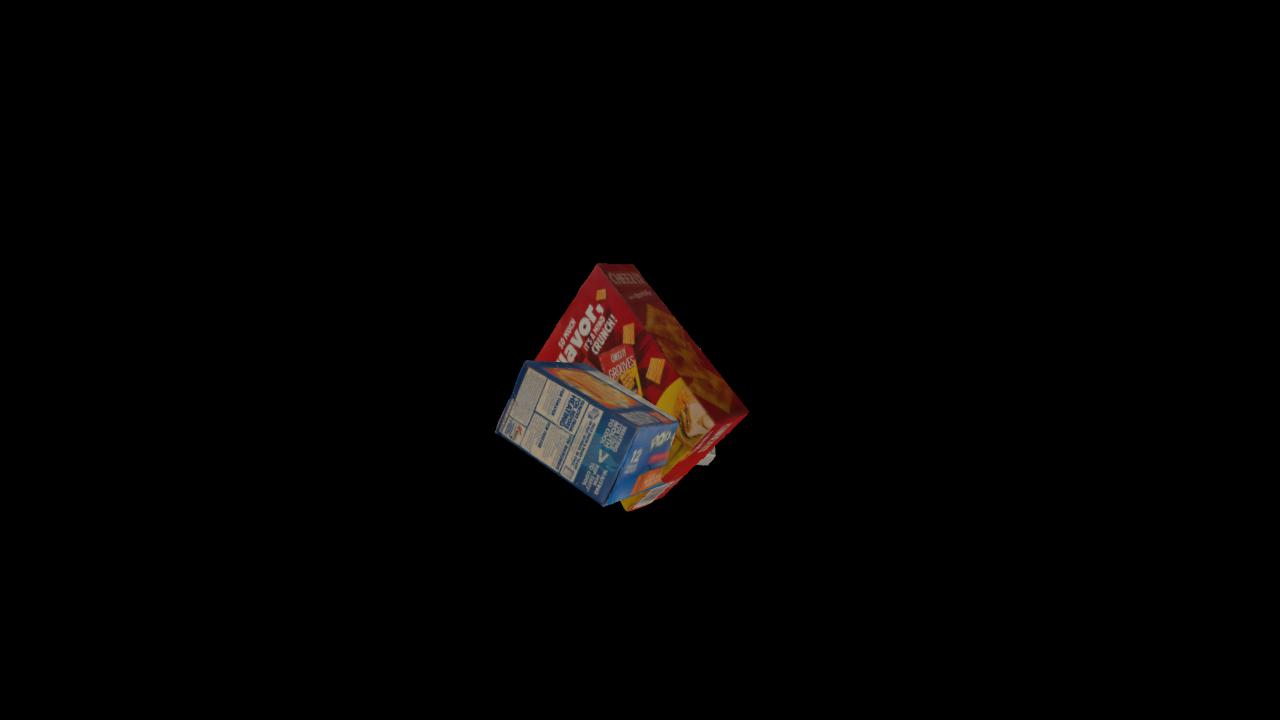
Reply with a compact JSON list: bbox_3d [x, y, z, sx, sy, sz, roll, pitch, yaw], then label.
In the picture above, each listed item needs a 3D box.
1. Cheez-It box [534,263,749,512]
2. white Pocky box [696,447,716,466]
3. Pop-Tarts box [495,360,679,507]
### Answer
[{"bbox_3d":[-0.010,0.027,0.682,0.071,0.223,0.166,-9,-34,-48],"label":"Cheez-It box"},{"bbox_3d":[0.037,0.045,0.705,0.084,0.154,0.028,10,-41,-17],"label":"white Pocky box"},{"bbox_3d":[-0.033,0.067,0.633,0.141,0.083,0.167,27,11,25],"label":"Pop-Tarts box"}]
